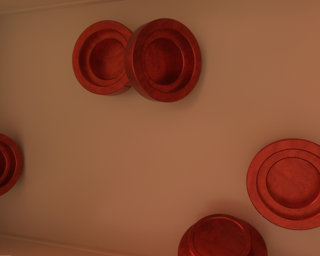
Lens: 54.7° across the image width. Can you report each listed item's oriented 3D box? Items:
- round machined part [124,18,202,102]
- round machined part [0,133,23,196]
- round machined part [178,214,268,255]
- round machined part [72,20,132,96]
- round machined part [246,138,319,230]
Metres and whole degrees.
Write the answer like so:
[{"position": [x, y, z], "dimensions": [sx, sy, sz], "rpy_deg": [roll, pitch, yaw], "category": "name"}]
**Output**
[{"position": [0.000, -0.081, 0.382], "dimensions": [0.042, 0.099, 0.097], "rpy_deg": [11, 95, 58], "category": "round machined part"}, {"position": [-0.264, 0.055, 0.464], "dimensions": [0.042, 0.099, 0.097], "rpy_deg": [-3, 89, 34], "category": "round machined part"}, {"position": [0.068, 0.135, 0.345], "dimensions": [0.098, 0.098, 0.042], "rpy_deg": [-1, 125, 19], "category": "round machined part"}, {"position": [-0.066, -0.092, 0.424], "dimensions": [0.098, 0.042, 0.097], "rpy_deg": [0, 90, 19], "category": "round machined part"}, {"position": [0.150, 0.060, 0.349], "dimensions": [0.098, 0.042, 0.097], "rpy_deg": [0, 90, 19], "category": "round machined part"}]
